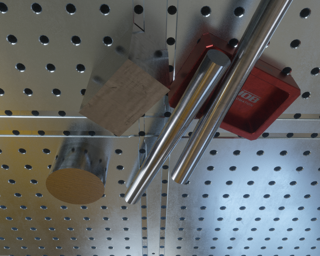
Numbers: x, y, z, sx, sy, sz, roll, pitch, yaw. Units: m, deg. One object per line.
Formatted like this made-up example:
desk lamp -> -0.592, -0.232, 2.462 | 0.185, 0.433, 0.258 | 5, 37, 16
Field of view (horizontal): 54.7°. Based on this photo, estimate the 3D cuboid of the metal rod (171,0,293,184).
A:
metal rod -> 0.073, -0.040, 0.338 | 0.025, 0.025, 0.298 | 14, 129, -12

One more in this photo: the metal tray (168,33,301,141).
metal tray -> 0.087, -0.043, 0.372 | 0.131, 0.030, 0.089 | 21, 127, -18

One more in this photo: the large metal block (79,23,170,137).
large metal block -> -0.036, -0.051, 0.331 | 0.050, 0.080, 0.080 | 34, 122, -26

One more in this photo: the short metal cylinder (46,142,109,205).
short metal cylinder -> -0.118, 0.067, 0.450 | 0.081, 0.050, 0.079 | 0, 130, 0

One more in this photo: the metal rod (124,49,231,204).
metal rod -> 0.005, 0.024, 0.402 | 0.025, 0.025, 0.298 | 16, 137, -13
